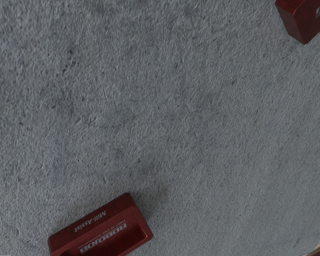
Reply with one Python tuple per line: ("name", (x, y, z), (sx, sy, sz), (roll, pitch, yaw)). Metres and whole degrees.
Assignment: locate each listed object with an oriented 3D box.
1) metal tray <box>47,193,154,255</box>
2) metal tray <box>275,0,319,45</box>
("metal tray", (-0.083, 0.163, 0.458), (0.131, 0.030, 0.090), (-29, 128, -10))
("metal tray", (0.210, -0.177, 0.381), (0.130, 0.030, 0.090), (-47, 148, 14))
